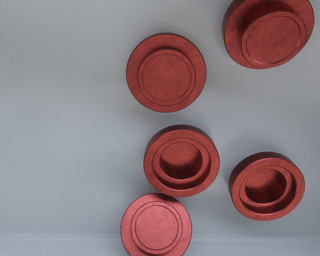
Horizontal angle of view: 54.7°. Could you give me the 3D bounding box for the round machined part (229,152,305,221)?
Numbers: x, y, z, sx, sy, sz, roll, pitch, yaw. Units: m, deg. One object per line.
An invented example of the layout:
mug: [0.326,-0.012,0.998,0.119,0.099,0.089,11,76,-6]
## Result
round machined part: [0.144,0.077,0.433,0.099,0.042,0.097,0,110,-1]

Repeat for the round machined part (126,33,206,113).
round machined part: [0.008,-0.065,0.379,0.099,0.042,0.097,0,110,-1]

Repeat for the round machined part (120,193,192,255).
round machined part: [-0.005,0.138,0.424,0.099,0.042,0.098,1,67,-2]

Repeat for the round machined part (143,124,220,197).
round machined part: [0.028,0.041,0.418,0.099,0.042,0.097,0,110,-1]

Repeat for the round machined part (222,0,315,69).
round machined part: [0.122,-0.107,0.347,0.099,0.042,0.097,0,133,0]
